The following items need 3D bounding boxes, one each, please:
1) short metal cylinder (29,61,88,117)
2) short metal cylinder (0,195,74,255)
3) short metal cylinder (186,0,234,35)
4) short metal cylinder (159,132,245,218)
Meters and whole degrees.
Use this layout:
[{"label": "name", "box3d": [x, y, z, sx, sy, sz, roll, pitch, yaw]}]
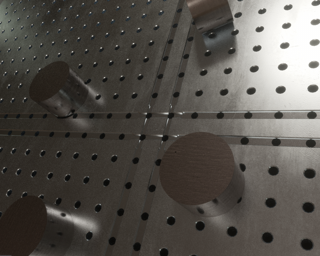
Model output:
[{"label": "short metal cylinder", "box3d": [-0.168, -0.065, 0.518, 0.080, 0.050, 0.080, -13, 56, 21]}, {"label": "short metal cylinder", "box3d": [-0.158, 0.132, 0.392, 0.080, 0.050, 0.080, -13, 56, 20]}, {"label": "short metal cylinder", "box3d": [0.069, -0.183, 0.448, 0.050, 0.080, 0.080, -20, 54, 16]}, {"label": "short metal cylinder", "box3d": [0.046, 0.051, 0.336, 0.080, 0.050, 0.080, -13, 57, 21]}]
